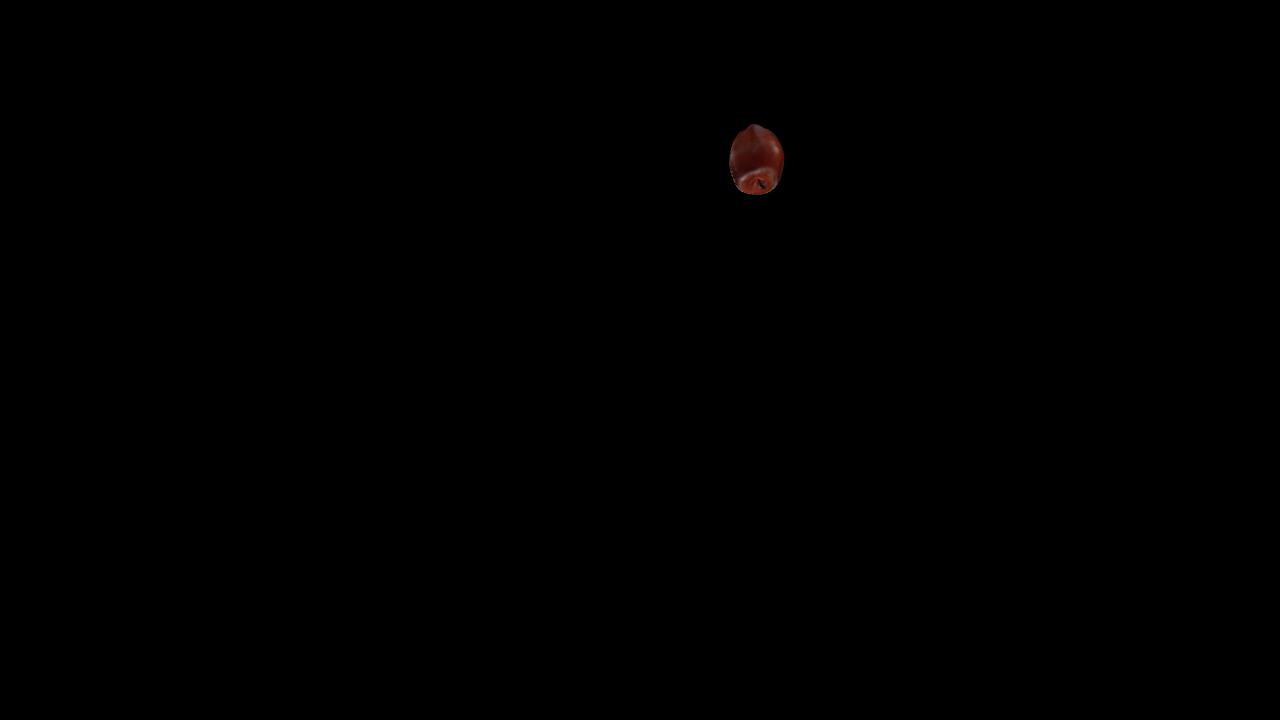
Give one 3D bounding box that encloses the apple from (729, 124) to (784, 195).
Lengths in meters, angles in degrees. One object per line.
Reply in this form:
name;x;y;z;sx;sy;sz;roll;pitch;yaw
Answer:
apple;0.160;-0.272;0.843;0.079;0.093;0.079;-3;-20;-1
